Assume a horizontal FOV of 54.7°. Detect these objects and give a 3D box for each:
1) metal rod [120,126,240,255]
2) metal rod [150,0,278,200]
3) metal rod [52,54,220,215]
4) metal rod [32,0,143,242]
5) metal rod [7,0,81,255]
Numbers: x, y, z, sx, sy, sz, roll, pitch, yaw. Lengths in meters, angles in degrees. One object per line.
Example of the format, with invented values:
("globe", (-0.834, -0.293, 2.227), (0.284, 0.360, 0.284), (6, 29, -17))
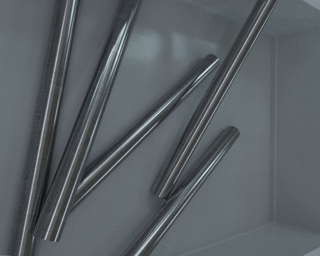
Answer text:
("metal rod", (0.032, 0.087, 0.412), (0.302, 0.025, 0.025), (-43, 116, -38))
("metal rod", (0.072, -0.043, 0.409), (0.025, 0.025, 0.299), (30, 89, -36))
("metal rod", (-0.012, -0.010, 0.396), (0.301, 0.025, 0.025), (-45, 117, -31))
("metal rod", (-0.068, -0.034, 0.334), (0.025, 0.025, 0.299), (30, 67, -36))
("metal rod", (-0.114, -0.009, 0.310), (0.025, 0.025, 0.298), (13, 82, -39))
